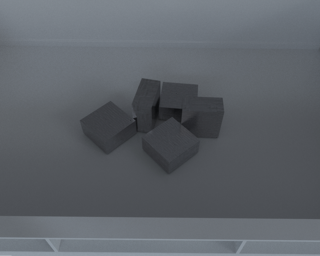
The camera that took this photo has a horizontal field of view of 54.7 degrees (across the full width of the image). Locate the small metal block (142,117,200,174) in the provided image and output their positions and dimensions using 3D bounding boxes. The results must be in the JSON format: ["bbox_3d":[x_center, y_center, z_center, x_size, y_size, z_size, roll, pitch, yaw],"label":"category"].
[{"bbox_3d":[0.013,0.021,0.385,0.050,0.025,0.050,-33,58,-25],"label":"small metal block"}]

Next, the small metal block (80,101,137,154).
[{"bbox_3d":[-0.067,-0.002,0.403,0.050,0.025,0.050,38,59,27],"label":"small metal block"}]

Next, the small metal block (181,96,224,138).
[{"bbox_3d":[0.052,-0.013,0.398,0.050,0.050,0.025,2,50,1],"label":"small metal block"}]

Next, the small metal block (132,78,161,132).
[{"bbox_3d":[-0.017,-0.029,0.410,0.025,0.050,0.050,10,51,8],"label":"small metal block"}]

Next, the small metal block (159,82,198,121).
[{"bbox_3d":[0.026,-0.037,0.434,0.050,0.025,0.050,5,50,4],"label":"small metal block"}]
